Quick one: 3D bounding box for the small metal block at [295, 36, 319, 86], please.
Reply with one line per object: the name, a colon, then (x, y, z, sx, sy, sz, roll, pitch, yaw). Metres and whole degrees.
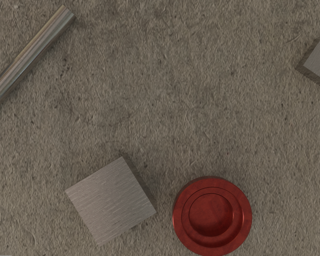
small metal block: (0.219, -0.087, 0.412, 0.050, 0.025, 0.050, 34, 90, 0)

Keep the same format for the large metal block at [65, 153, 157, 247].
large metal block: (-0.059, 0.088, 0.397, 0.080, 0.050, 0.080, -31, 90, 0)

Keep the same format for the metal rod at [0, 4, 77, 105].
metal rod: (-0.218, -0.041, 0.407, 0.025, 0.025, 0.300, 41, 90, 0)

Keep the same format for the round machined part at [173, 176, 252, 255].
round machined part: (0.065, 0.110, 0.402, 0.099, 0.042, 0.097, 0, 90, 0)
